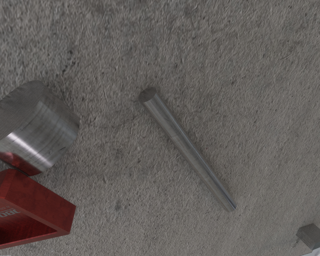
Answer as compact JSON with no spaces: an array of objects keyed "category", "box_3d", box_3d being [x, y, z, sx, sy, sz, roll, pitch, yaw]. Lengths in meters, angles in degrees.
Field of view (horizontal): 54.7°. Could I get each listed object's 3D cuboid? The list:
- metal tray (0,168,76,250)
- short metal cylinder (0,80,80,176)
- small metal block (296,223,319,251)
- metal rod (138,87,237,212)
[{"category":"metal tray","box_3d":[-0.168,0.092,0.326,0.130,0.030,0.090,-19,134,24]},{"category":"short metal cylinder","box_3d":[-0.127,0.000,0.302,0.080,0.080,0.050,-40,129,-2]},{"category":"small metal block","box_3d":[0.375,0.266,0.761,0.050,0.050,0.025,-6,121,-25]},{"category":"metal rod","box_3d":[0.056,0.051,0.468,0.025,0.025,0.300,-39,130,-2]}]
